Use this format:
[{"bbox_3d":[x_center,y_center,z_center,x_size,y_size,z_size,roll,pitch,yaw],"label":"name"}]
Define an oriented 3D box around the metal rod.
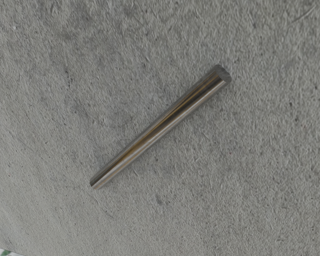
[{"bbox_3d":[-0.019,0.017,0.430,0.025,0.025,0.299,46,129,-4],"label":"metal rod"}]
